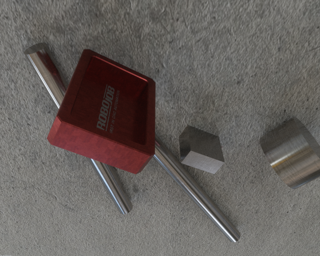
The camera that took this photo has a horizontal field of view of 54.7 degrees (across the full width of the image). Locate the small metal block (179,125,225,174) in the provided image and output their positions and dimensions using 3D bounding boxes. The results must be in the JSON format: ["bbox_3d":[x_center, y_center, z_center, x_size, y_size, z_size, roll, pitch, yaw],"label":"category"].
[{"bbox_3d":[0.055,0.029,0.416,0.050,0.050,0.025,20,127,-17],"label":"small metal block"}]

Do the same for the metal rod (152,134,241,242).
[{"bbox_3d":[0.060,0.107,0.498,0.025,0.025,0.300,-26,126,20],"label":"metal rod"}]

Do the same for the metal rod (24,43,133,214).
[{"bbox_3d":[-0.096,0.024,0.426,0.025,0.025,0.299,-12,130,9],"label":"metal rod"}]

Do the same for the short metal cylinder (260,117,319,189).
[{"bbox_3d":[0.175,0.032,0.401,0.080,0.080,0.050,37,121,-27],"label":"short metal cylinder"}]

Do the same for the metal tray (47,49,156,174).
[{"bbox_3d":[-0.051,-0.022,0.318,0.091,0.130,0.030,23,126,-19],"label":"metal tray"}]
